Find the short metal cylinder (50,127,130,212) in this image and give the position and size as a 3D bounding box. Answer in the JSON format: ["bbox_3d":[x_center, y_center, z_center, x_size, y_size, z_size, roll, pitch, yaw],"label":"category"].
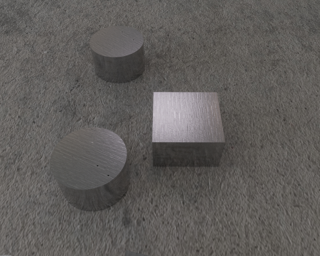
[{"bbox_3d":[-0.076,0.046,0.348,0.081,0.050,0.080,0,50,0],"label":"short metal cylinder"}]

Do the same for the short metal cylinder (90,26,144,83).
[{"bbox_3d":[-0.065,-0.115,0.483,0.081,0.050,0.080,0,50,0],"label":"short metal cylinder"}]

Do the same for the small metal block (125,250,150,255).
[{"bbox_3d":[-0.022,0.142,0.268,0.025,0.050,0.050,10,51,8],"label":"small metal block"}]

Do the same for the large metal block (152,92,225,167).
[{"bbox_3d":[0.032,0.001,0.386,0.081,0.050,0.080,0,50,0],"label":"large metal block"}]
